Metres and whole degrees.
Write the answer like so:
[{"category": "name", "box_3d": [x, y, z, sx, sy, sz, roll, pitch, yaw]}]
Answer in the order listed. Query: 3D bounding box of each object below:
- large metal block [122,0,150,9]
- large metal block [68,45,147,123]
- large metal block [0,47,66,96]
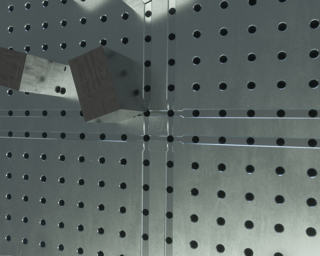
[{"category": "large metal block", "box_3d": [-0.024, -0.219, 0.408, 0.080, 0.050, 0.080, -20, 83, 19]}, {"category": "large metal block", "box_3d": [-0.065, -0.052, 0.407, 0.050, 0.080, 0.080, -19, 84, 19]}, {"category": "large metal block", "box_3d": [-0.202, -0.084, 0.455, 0.080, 0.080, 0.050, 16, 96, 19]}]
